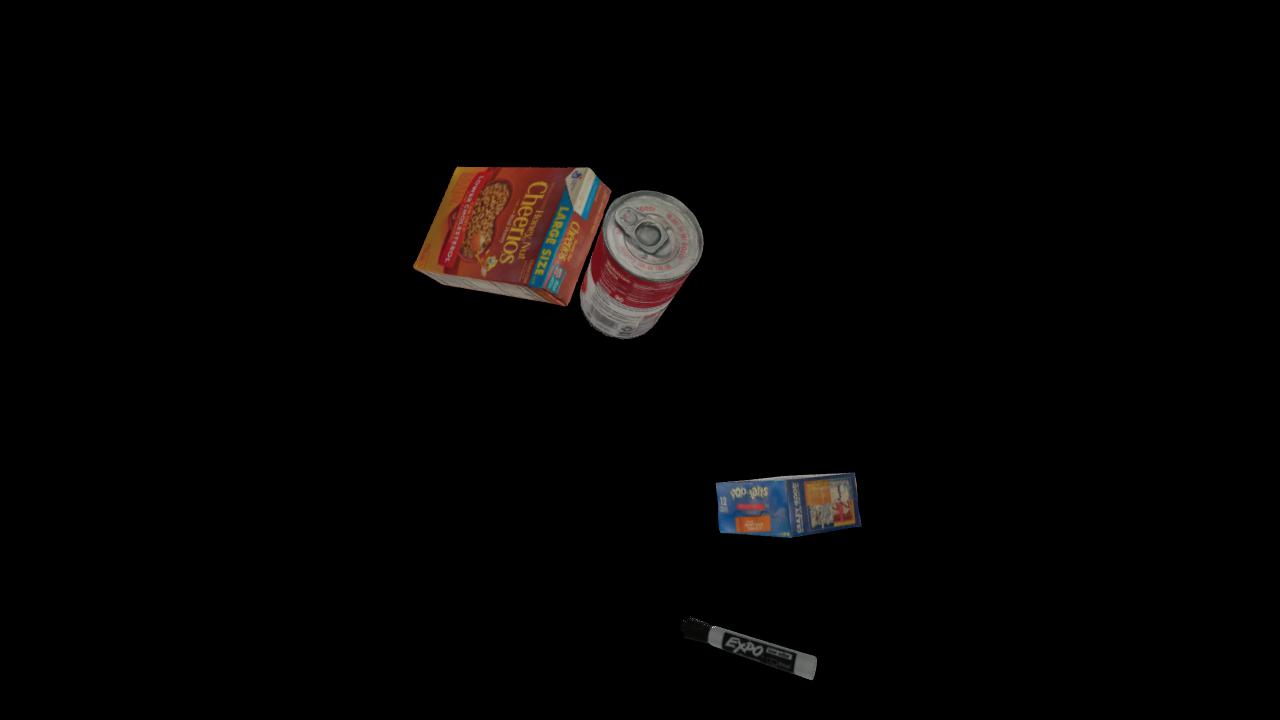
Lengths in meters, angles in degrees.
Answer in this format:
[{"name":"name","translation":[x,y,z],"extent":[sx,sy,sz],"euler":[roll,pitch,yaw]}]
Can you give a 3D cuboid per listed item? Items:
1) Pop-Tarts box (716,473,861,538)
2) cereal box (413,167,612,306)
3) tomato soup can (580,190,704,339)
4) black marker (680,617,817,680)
[{"name":"Pop-Tarts box","translation":[0.223,0.221,0.943],"extent":[0.141,0.083,0.167],"euler":[2,-13,-30]},{"name":"cereal box","translation":[-0.212,-0.209,0.996],"extent":[0.306,0.203,0.081],"euler":[13,-12,34]},{"name":"tomato soup can","translation":[-0.003,-0.063,0.437],"extent":[0.068,0.068,0.101],"euler":[0,-20,-15]},{"name":"black marker","translation":[0.092,0.251,0.540],"extent":[0.121,0.020,0.020],"euler":[7,3,27]}]
